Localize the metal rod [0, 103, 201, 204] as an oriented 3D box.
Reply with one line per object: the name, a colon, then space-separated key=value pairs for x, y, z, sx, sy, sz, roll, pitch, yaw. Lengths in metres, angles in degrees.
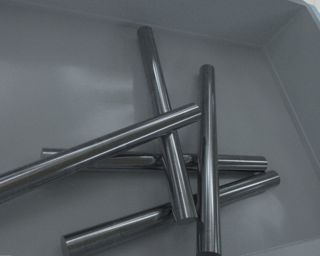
metal rod: x=-0.078 y=0.028 z=0.313 sx=0.302 sy=0.025 sz=0.025 roll=-22 pitch=74 yaw=-31

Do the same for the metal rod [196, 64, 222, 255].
metal rod: x=0.062 y=0.016 z=0.404 sx=0.025 sy=0.025 sz=0.300 roll=22 pitch=46 yaw=-15

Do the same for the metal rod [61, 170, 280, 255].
metal rod: x=0.038 y=0.093 z=0.369 sx=0.303 sy=0.025 sz=0.025 roll=-9 pitch=66 yaw=-32

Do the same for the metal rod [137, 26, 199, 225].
metal rod: x=0.002 y=-0.026 z=0.400 sx=0.025 sy=0.025 sz=0.299 roll=6 pitch=53 yaw=-25

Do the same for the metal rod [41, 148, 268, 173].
metal rod: x=0.013 y=0.043 z=0.386 sx=0.303 sy=0.025 sz=0.025 roll=4 pitch=60 yaw=-26
